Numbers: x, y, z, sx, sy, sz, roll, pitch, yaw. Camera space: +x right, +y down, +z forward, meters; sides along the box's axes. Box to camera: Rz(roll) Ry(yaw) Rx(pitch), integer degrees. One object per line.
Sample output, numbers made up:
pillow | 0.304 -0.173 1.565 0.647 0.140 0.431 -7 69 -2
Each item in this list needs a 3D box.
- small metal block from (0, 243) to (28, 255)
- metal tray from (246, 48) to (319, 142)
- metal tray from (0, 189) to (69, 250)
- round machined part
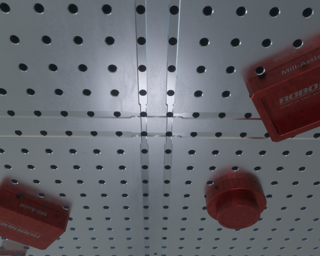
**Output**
small metal block | -0.305 0.265 0.634 0.050 0.025 0.050 18 128 -15
metal tray | 0.183 -0.043 0.373 0.130 0.030 0.090 -24 126 19
metal tray | -0.242 0.165 0.547 0.131 0.030 0.090 31 124 -24
round machined part | 0.127 0.131 0.513 0.099 0.042 0.097 0 130 0
